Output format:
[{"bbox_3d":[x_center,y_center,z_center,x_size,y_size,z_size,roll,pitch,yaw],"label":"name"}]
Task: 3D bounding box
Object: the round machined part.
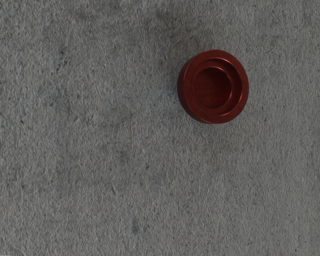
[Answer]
[{"bbox_3d":[0.068,-0.054,0.425,0.099,0.042,0.097,0,90,-20],"label":"round machined part"}]
